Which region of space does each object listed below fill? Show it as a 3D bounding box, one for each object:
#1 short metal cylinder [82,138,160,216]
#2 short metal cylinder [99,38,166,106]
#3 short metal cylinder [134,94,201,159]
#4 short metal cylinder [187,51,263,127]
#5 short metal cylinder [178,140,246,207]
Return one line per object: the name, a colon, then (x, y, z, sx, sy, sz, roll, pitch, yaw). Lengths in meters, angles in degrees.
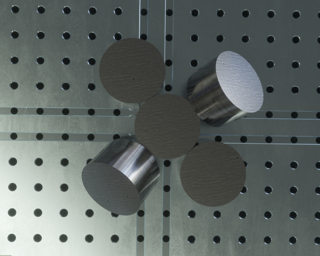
short metal cylinder: (-0.047, 0.060, 0.380, 0.080, 0.050, 0.079, 15, 127, 21)
short metal cylinder: (-0.034, -0.070, 0.400, 0.081, 0.050, 0.079, 0, 90, -1)
short metal cylinder: (0.009, -0.002, 0.401, 0.081, 0.050, 0.079, 0, 90, -1)
short metal cylinder: (0.080, -0.047, 0.382, 0.081, 0.050, 0.080, 16, 61, -31)
short metal cylinder: (0.065, 0.056, 0.402, 0.081, 0.050, 0.079, 0, 90, -1)
